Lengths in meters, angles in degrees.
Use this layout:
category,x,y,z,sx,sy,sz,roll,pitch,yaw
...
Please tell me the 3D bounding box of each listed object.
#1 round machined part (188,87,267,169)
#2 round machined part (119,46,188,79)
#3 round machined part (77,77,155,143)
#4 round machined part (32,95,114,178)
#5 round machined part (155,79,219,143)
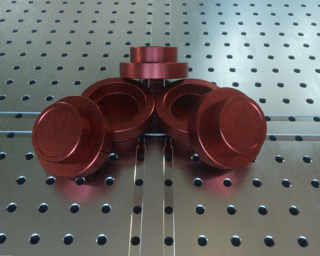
category,x,y,z,sx,sy,sz,roll,pitch,yaw
round machined part,0.085,-0.001,0.364,0.099,0.042,0.097,5,79,-25
round machined part,-0.009,-0.094,0.442,0.099,0.042,0.098,0,12,0
round machined part,-0.056,-0.019,0.411,0.099,0.042,0.098,0,50,0
round machined part,-0.107,0.008,0.358,0.098,0.042,0.098,-5,76,21
round machined part,0.043,-0.018,0.412,0.099,0.042,0.098,0,50,0
